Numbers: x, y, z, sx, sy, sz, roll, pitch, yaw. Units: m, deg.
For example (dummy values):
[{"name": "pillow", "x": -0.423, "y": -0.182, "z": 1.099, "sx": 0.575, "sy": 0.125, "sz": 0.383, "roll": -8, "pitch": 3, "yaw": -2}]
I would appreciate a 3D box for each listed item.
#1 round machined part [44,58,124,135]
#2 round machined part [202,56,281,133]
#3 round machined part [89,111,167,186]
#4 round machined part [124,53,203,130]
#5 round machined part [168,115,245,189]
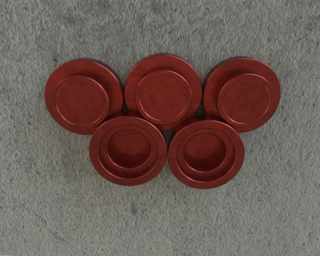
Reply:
[{"name": "round machined part", "x": -0.095, "y": -0.036, "z": 0.387, "sx": 0.099, "sy": 0.042, "sz": 0.097, "roll": 0, "pitch": 110, "yaw": -1}, {"name": "round machined part", "x": 0.103, "y": -0.039, "z": 0.389, "sx": 0.099, "sy": 0.042, "sz": 0.097, "roll": 0, "pitch": 110, "yaw": -1}, {"name": "round machined part", "x": -0.040, "y": 0.024, "z": 0.410, "sx": 0.099, "sy": 0.042, "sz": 0.097, "roll": 0, "pitch": 110, "yaw": -1}, {"name": "round machined part", "x": 0.004, "y": -0.042, "z": 0.387, "sx": 0.099, "sy": 0.042, "sz": 0.097, "roll": 0, "pitch": 110, "yaw": -1}, {"name": "round machined part", "x": 0.059, "y": 0.029, "z": 0.413, "sx": 0.099, "sy": 0.042, "sz": 0.097, "roll": 0, "pitch": 110, "yaw": -1}]
